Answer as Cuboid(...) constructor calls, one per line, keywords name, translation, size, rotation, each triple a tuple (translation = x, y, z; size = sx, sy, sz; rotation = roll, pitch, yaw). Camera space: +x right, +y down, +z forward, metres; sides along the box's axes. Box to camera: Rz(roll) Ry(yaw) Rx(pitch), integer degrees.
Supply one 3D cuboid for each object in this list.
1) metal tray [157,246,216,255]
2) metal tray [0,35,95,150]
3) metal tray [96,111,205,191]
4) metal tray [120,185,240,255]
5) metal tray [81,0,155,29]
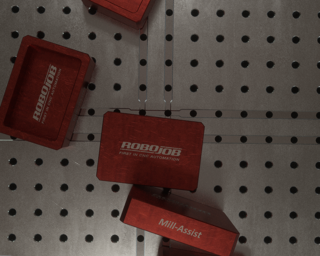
Cuboid(name="metal tray", translation=(0.055, 0.218, 0.412), size=(0.131, 0.030, 0.089), rotation=(10, 90, -1))
Cuboid(name="metal tray", translation=(-0.150, -0.045, 0.408), size=(0.090, 0.030, 0.129), rotation=(18, 90, -1))
Cuboid(name="metal tray", translation=(-0.012, 0.030, 0.411), size=(0.131, 0.030, 0.089), rotation=(7, 90, -1))
Cuboid(name="metal tray", translation=(0.022, 0.108, 0.381), size=(0.131, 0.090, 0.030), rotation=(19, 90, -1))
Cuboid(name="metal tray", translation=(-0.040, -0.210, 0.410), size=(0.090, 0.030, 0.129), rotation=(25, 90, -1))
